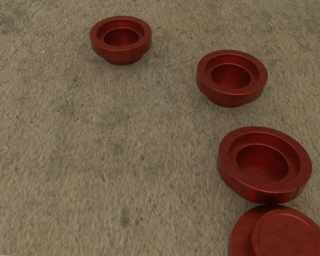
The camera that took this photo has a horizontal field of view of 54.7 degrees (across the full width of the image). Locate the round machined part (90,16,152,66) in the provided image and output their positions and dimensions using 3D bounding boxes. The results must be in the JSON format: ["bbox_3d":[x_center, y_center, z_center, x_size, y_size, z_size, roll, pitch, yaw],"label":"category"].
[{"bbox_3d":[-0.063,-0.140,0.509,0.099,0.042,0.098,0,50,0],"label":"round machined part"}]

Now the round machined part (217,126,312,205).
[{"bbox_3d":[0.113,0.046,0.350,0.099,0.042,0.098,1,42,0],"label":"round machined part"}]

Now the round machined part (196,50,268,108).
[{"bbox_3d":[0.101,-0.067,0.450,0.099,0.042,0.098,0,50,0],"label":"round machined part"}]

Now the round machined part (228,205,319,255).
[{"bbox_3d":[0.118,0.117,0.295,0.099,0.042,0.098,0,50,0],"label":"round machined part"}]
